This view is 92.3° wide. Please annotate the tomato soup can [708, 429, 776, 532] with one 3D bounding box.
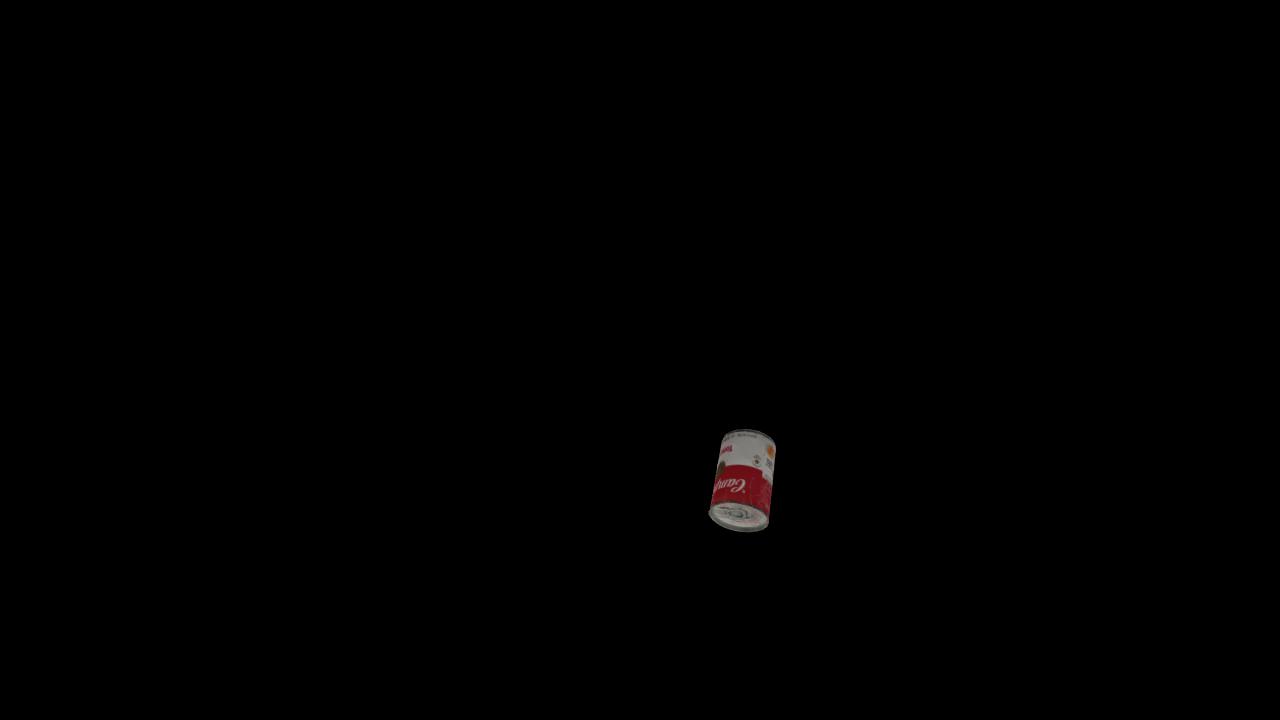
[{"bbox_3d":[0.122,0.139,0.716,0.068,0.101,0.068,11,-39,9],"label":"tomato soup can"}]
